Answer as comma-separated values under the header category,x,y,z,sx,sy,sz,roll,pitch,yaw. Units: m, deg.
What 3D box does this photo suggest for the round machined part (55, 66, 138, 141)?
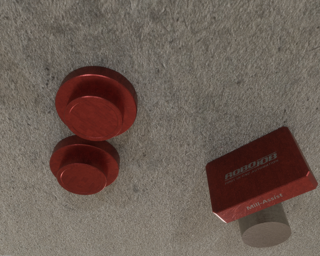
category,x,y,z,sx,sy,sz,roll,pitch,yaw
round machined part,-0.077,-0.022,0.376,0.099,0.042,0.097,-1,130,0

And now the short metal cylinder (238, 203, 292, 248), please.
category,x,y,z,sx,sy,sz,roll,pitch,yaw
short metal cylinder,0.176,0.162,0.532,0.081,0.050,0.079,0,130,0

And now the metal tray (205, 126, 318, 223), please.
category,x,y,z,sx,sy,sz,roll,pitch,yaw
metal tray,0.129,0.063,0.420,0.130,0.090,0.030,-30,124,22

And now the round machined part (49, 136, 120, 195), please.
category,x,y,z,sx,sy,sz,roll,pitch,yaw
round machined part,-0.109,0.060,0.445,0.099,0.042,0.097,-1,130,0
